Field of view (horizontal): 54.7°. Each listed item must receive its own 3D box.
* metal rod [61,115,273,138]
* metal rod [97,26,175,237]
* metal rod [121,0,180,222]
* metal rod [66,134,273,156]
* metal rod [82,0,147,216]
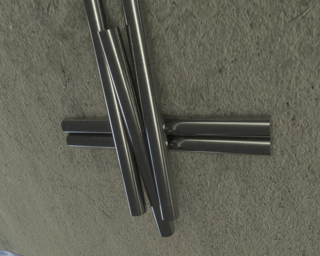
[{"bbox_3d":[-0.010,-0.003,0.411,0.300,0.025,0.025,0,119,27],"label":"metal rod"},{"bbox_3d":[-0.023,0.023,0.400,0.025,0.025,0.298,0,118,28],"label":"metal rod"},{"bbox_3d":[-0.010,-0.021,0.371,0.025,0.025,0.298,0,111,28],"label":"metal rod"},{"bbox_3d":[-0.006,0.019,0.423,0.300,0.025,0.025,0,119,27],"label":"metal rod"},{"bbox_3d":[-0.054,-0.021,0.395,0.025,0.025,0.298,0,111,28],"label":"metal rod"}]
